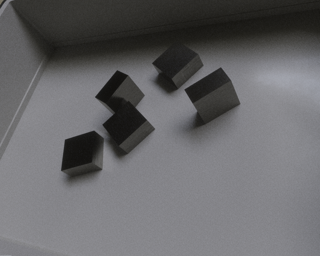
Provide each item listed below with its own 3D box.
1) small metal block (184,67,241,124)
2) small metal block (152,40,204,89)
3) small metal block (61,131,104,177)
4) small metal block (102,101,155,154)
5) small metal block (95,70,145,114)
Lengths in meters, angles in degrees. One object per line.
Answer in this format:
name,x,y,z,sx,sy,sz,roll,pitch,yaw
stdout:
small metal block,0.065,-0.038,0.378,0.050,0.050,0.025,-31,52,8
small metal block,0.025,-0.092,0.448,0.050,0.025,0.050,-43,51,-2
small metal block,-0.109,0.037,0.438,0.050,0.025,0.050,-16,55,18
small metal block,-0.044,-0.002,0.428,0.050,0.025,0.050,-43,51,-2
small metal block,-0.056,-0.046,0.446,0.025,0.050,0.050,30,78,37
